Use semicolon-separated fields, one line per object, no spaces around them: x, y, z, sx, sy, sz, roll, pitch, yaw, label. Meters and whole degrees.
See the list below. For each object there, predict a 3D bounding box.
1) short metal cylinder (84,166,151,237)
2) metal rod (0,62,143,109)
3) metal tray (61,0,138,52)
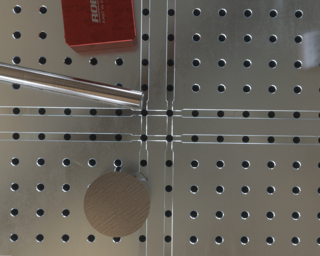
-0.052;0.093;0.400;0.081;0.050;0.080;0;90;0;short metal cylinder
-0.173;-0.067;0.411;0.302;0.025;0.025;12;90;0;metal rod
-0.082;-0.172;0.410;0.091;0.030;0.129;-6;90;0;metal tray
